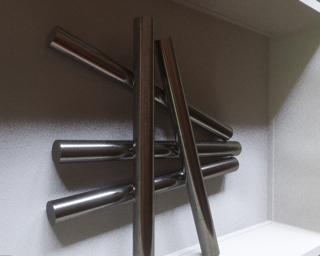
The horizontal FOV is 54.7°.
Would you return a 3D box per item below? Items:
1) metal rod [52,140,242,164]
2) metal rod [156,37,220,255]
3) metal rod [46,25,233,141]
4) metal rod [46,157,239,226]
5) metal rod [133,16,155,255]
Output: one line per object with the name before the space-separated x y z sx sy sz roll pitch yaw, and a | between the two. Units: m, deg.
metal rod | 0.009 0.029 0.414 0.302 0.025 0.025 2 89 -40
metal rod | 0.037 0.035 0.405 0.025 0.025 0.298 -23 105 -38
metal rod | -0.001 -0.042 0.405 0.301 0.025 0.025 25 74 -37
metal rod | 0.004 0.073 0.411 0.302 0.025 0.025 -7 95 -40
metal rod | -0.019 0.025 0.357 0.025 0.025 0.298 0 90 -40
